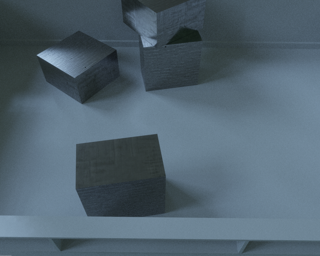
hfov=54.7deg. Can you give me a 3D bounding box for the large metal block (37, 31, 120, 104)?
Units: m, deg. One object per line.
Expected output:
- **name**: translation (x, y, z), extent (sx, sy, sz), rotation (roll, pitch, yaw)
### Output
- **large metal block**: translation (-0.120, -0.093, 0.466), extent (0.080, 0.050, 0.080), rotation (31, 57, 23)

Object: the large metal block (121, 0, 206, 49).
- **large metal block**: translation (0.004, -0.162, 0.421), extent (0.081, 0.050, 0.080), rotation (-30, 56, -23)

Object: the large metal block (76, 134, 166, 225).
- **large metal block**: translation (-0.038, 0.055, 0.323), extent (0.081, 0.080, 0.050), rotation (-7, 51, -6)

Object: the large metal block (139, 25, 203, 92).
- **large metal block**: translation (0.013, -0.105, 0.457), extent (0.081, 0.080, 0.050), rotation (-8, 51, -7)
